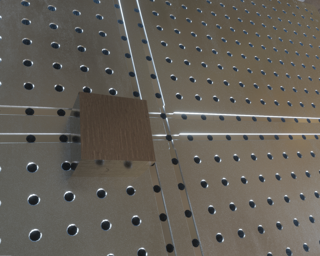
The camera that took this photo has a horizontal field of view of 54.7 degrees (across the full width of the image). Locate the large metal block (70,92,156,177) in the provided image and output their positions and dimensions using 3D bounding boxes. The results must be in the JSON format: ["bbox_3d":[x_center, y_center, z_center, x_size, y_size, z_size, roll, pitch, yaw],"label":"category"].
[{"bbox_3d":[-0.057,0.010,0.356,0.081,0.050,0.080,5,60,-26],"label":"large metal block"}]
